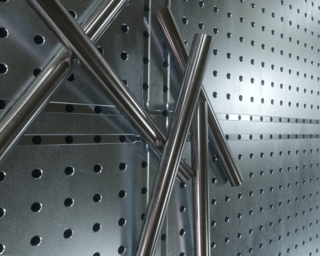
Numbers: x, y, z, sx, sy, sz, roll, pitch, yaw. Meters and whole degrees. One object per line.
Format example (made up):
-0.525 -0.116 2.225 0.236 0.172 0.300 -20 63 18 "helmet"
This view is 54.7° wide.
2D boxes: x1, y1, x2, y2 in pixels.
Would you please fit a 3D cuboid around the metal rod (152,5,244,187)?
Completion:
0.064 -0.033 0.465 0.025 0.025 0.299 -42 116 -32 "metal rod"

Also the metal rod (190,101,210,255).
0.060 0.111 0.452 0.025 0.025 0.298 -7 98 -40 "metal rod"

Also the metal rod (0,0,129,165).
-0.109 -0.053 0.318 0.025 0.025 0.300 45 63 -31 "metal rod"

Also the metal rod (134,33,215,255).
0.014 0.034 0.382 0.025 0.025 0.298 12 95 -40 "metal rod"

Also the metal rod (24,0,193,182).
-0.039 -0.029 0.355 0.300 0.025 0.025 52 59 -35 "metal rod"
